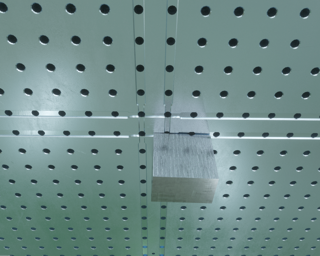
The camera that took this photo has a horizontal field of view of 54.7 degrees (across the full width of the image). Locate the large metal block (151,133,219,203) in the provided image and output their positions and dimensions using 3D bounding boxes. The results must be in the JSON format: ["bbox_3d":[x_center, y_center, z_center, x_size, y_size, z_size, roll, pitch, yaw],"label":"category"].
[{"bbox_3d":[0.030,0.053,0.422,0.081,0.080,0.050,3,130,-3],"label":"large metal block"}]
